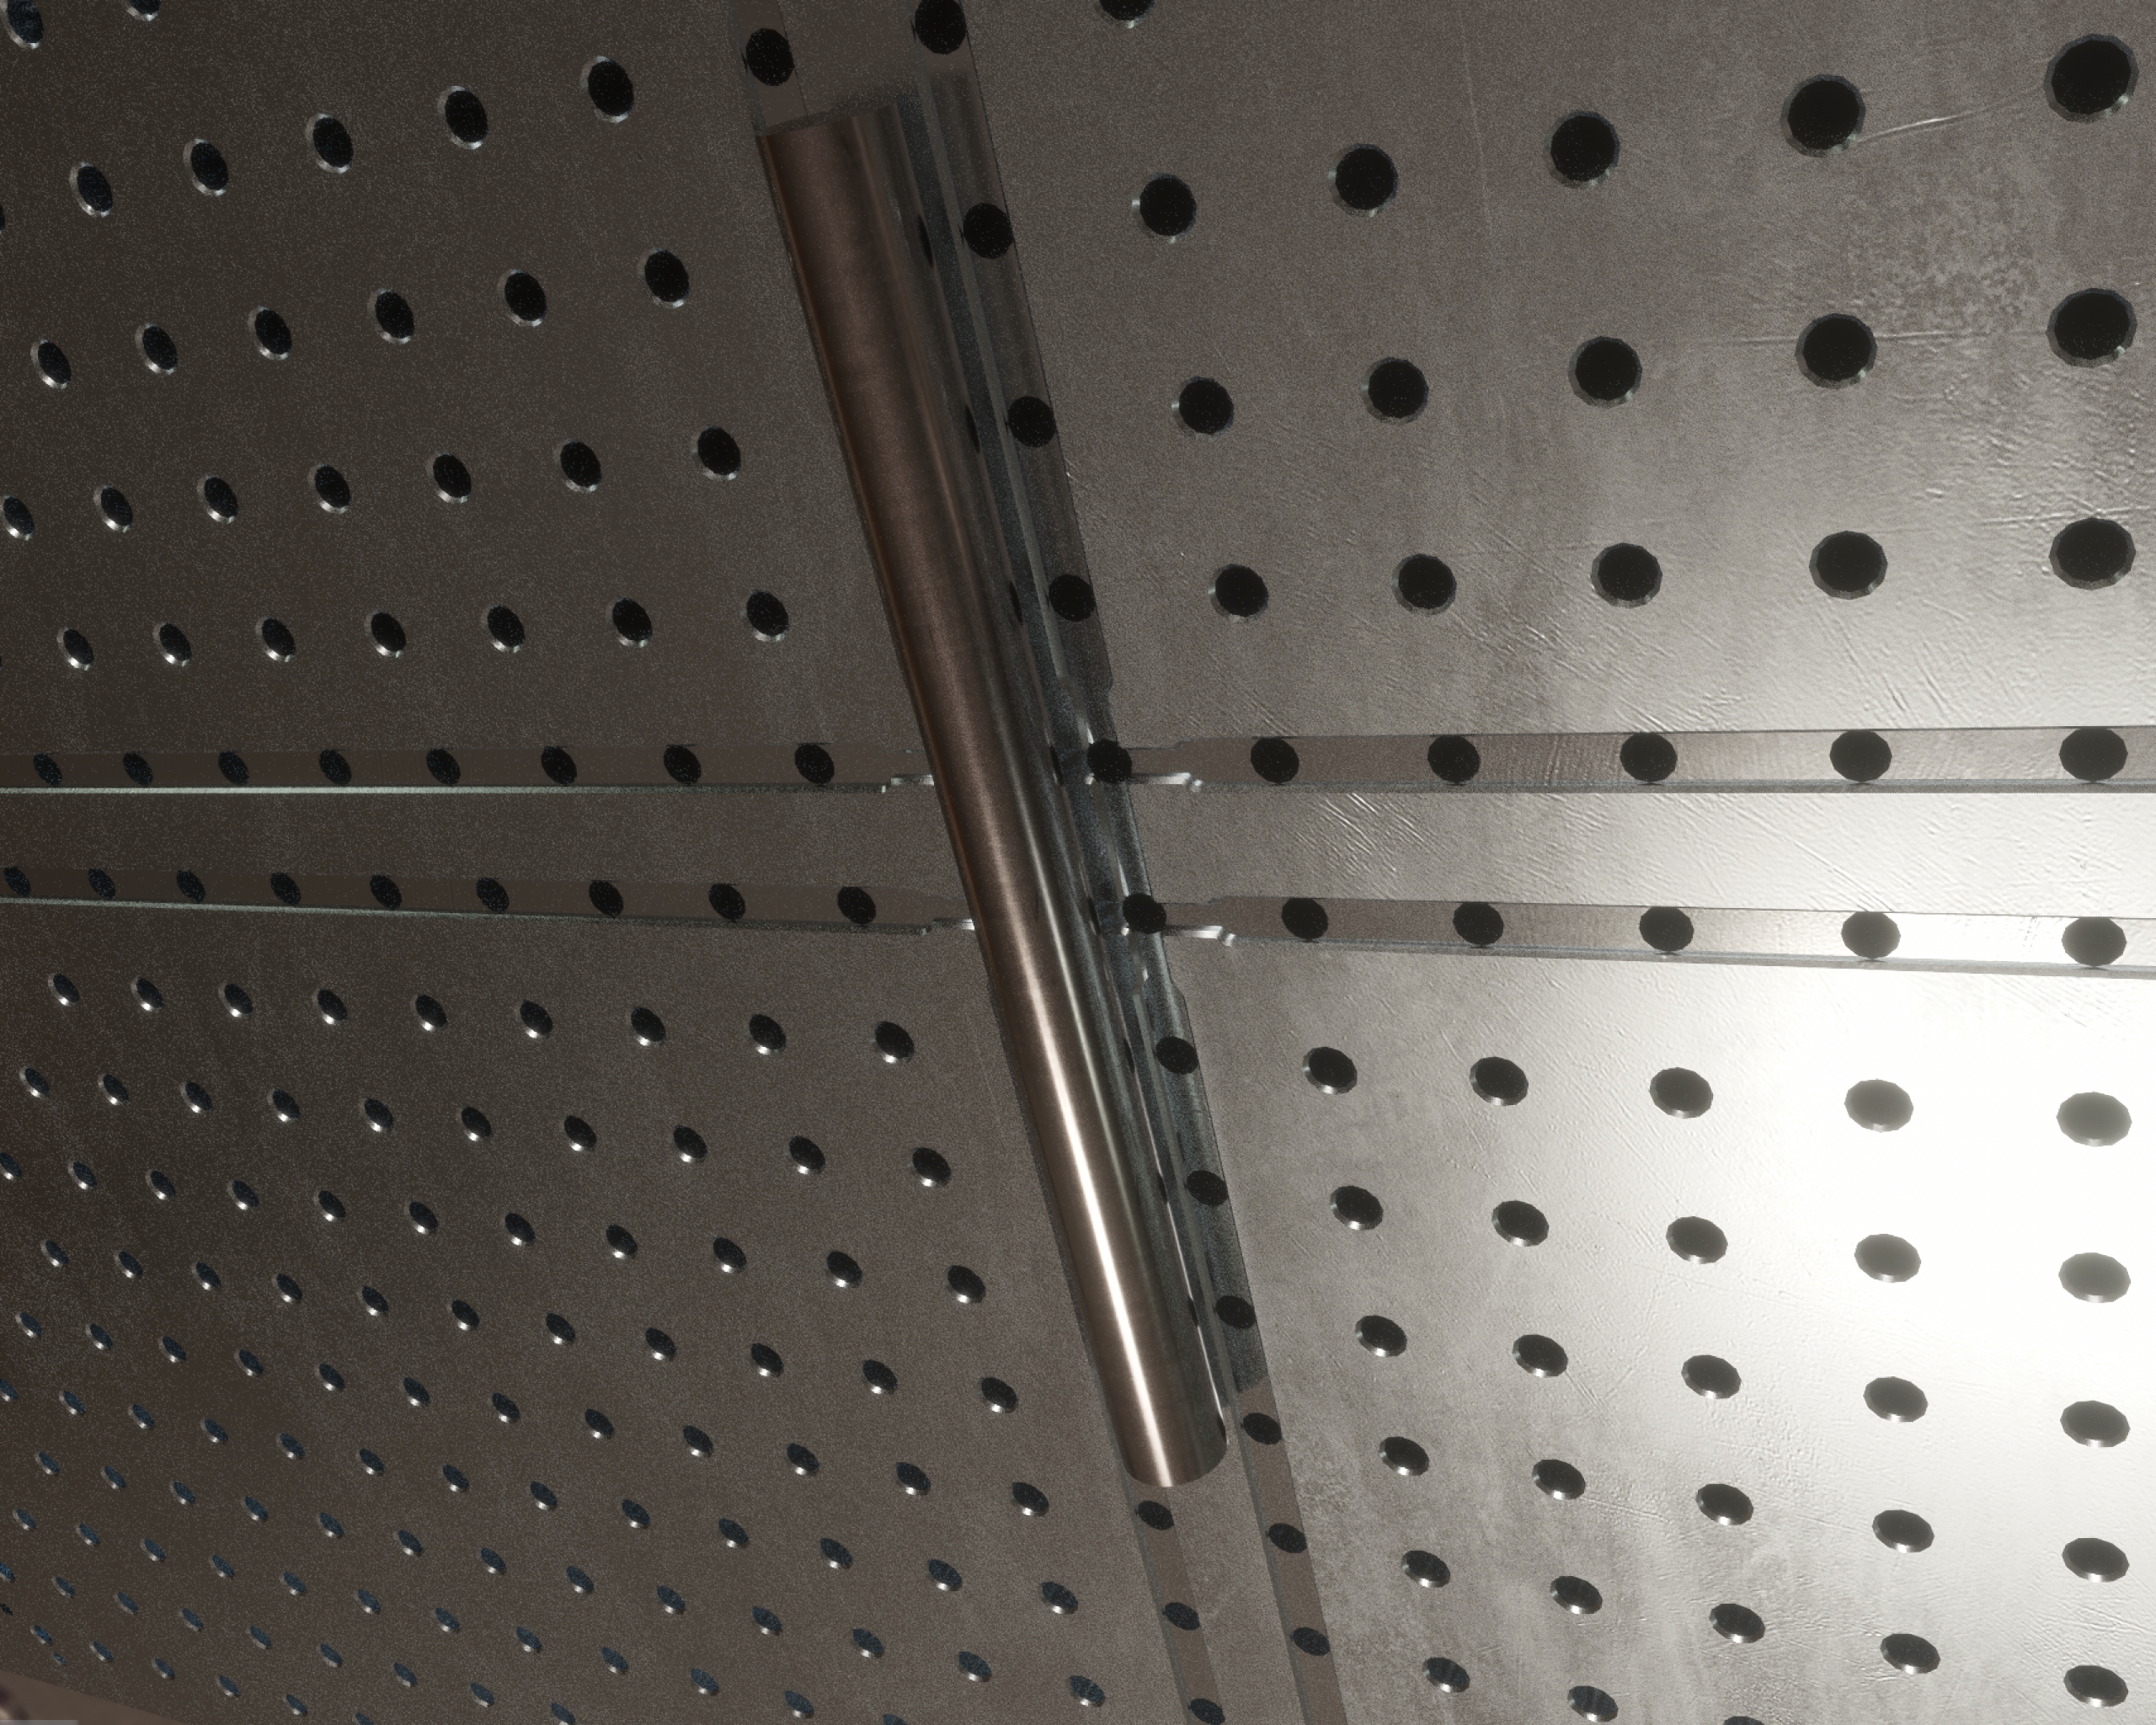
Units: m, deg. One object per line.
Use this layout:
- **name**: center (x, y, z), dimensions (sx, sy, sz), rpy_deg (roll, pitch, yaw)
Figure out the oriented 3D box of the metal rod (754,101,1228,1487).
- **metal rod**: center (-0.010, 0.004, 0.417), dimensions (0.025, 0.025, 0.298), rpy_deg (0, 119, 28)
